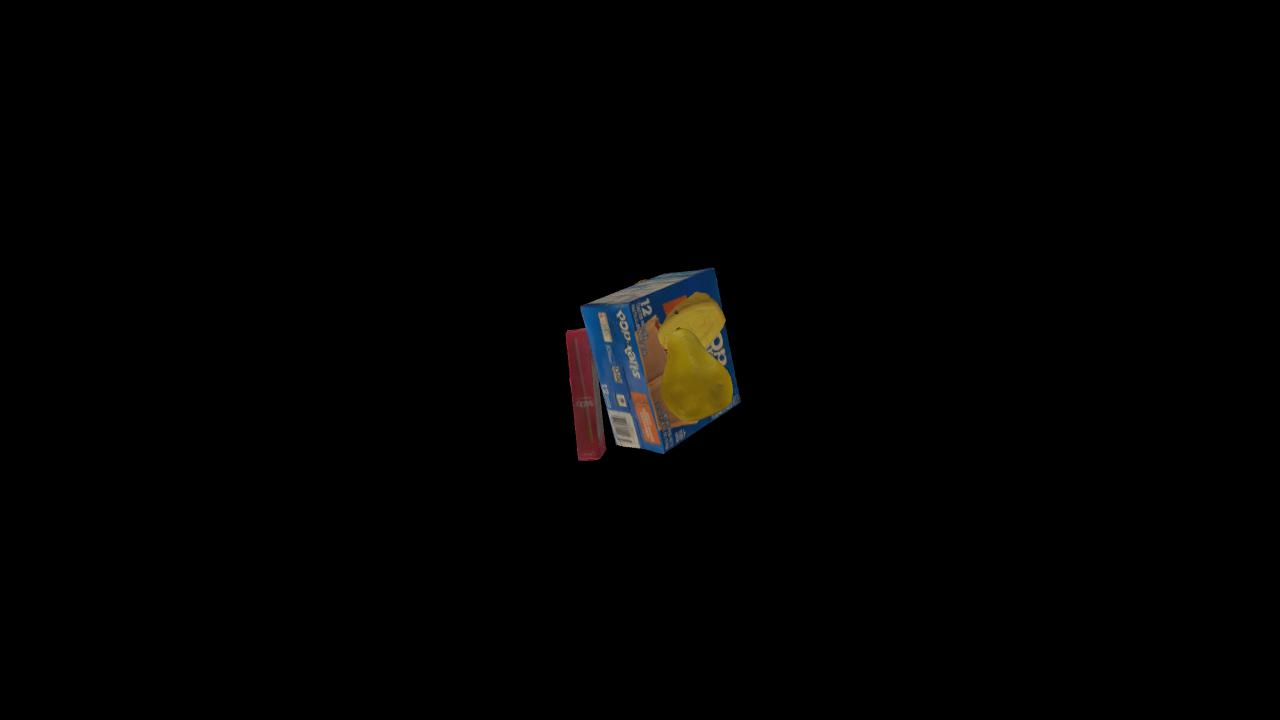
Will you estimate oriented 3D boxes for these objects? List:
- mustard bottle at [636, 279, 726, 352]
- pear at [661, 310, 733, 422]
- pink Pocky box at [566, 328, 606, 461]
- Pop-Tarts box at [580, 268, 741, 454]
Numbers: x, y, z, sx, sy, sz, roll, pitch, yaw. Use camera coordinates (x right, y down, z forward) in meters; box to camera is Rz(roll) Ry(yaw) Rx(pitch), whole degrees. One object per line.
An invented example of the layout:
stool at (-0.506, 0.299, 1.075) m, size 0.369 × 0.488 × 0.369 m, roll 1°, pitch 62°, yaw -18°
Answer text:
mustard bottle at (0.025, -0.057, 0.715) m, size 0.092 × 0.054 × 0.184 m, roll -39°, pitch 26°, yaw 1°
pear at (0.049, 0.007, 0.635) m, size 0.080 × 0.111 × 0.080 m, roll -20°, pitch -10°, yaw -4°
pink Pocky box at (-0.065, 0.042, 0.752) m, size 0.029 × 0.155 × 0.084 m, roll -6°, pitch -2°, yaw 1°
Pop-Tarts box at (0.028, -0.003, 0.690) m, size 0.083 × 0.167 × 0.141 m, roll 4°, pitch 23°, yaw 46°
